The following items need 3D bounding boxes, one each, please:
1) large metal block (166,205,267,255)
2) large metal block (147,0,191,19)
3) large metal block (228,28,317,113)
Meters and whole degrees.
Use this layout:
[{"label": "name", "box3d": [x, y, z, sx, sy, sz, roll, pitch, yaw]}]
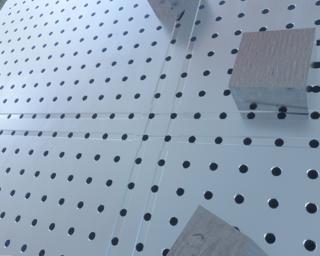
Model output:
[{"label": "large metal block", "box3d": [0.045, 0.125, 0.273, 0.050, 0.080, 0.080, 28, 77, 37]}, {"label": "large metal block", "box3d": [0.016, -0.243, 0.515, 0.050, 0.080, 0.080, 22, 74, 36]}, {"label": "large metal block", "box3d": [0.134, -0.066, 0.363, 0.080, 0.050, 0.080, 6, 65, 31]}]
